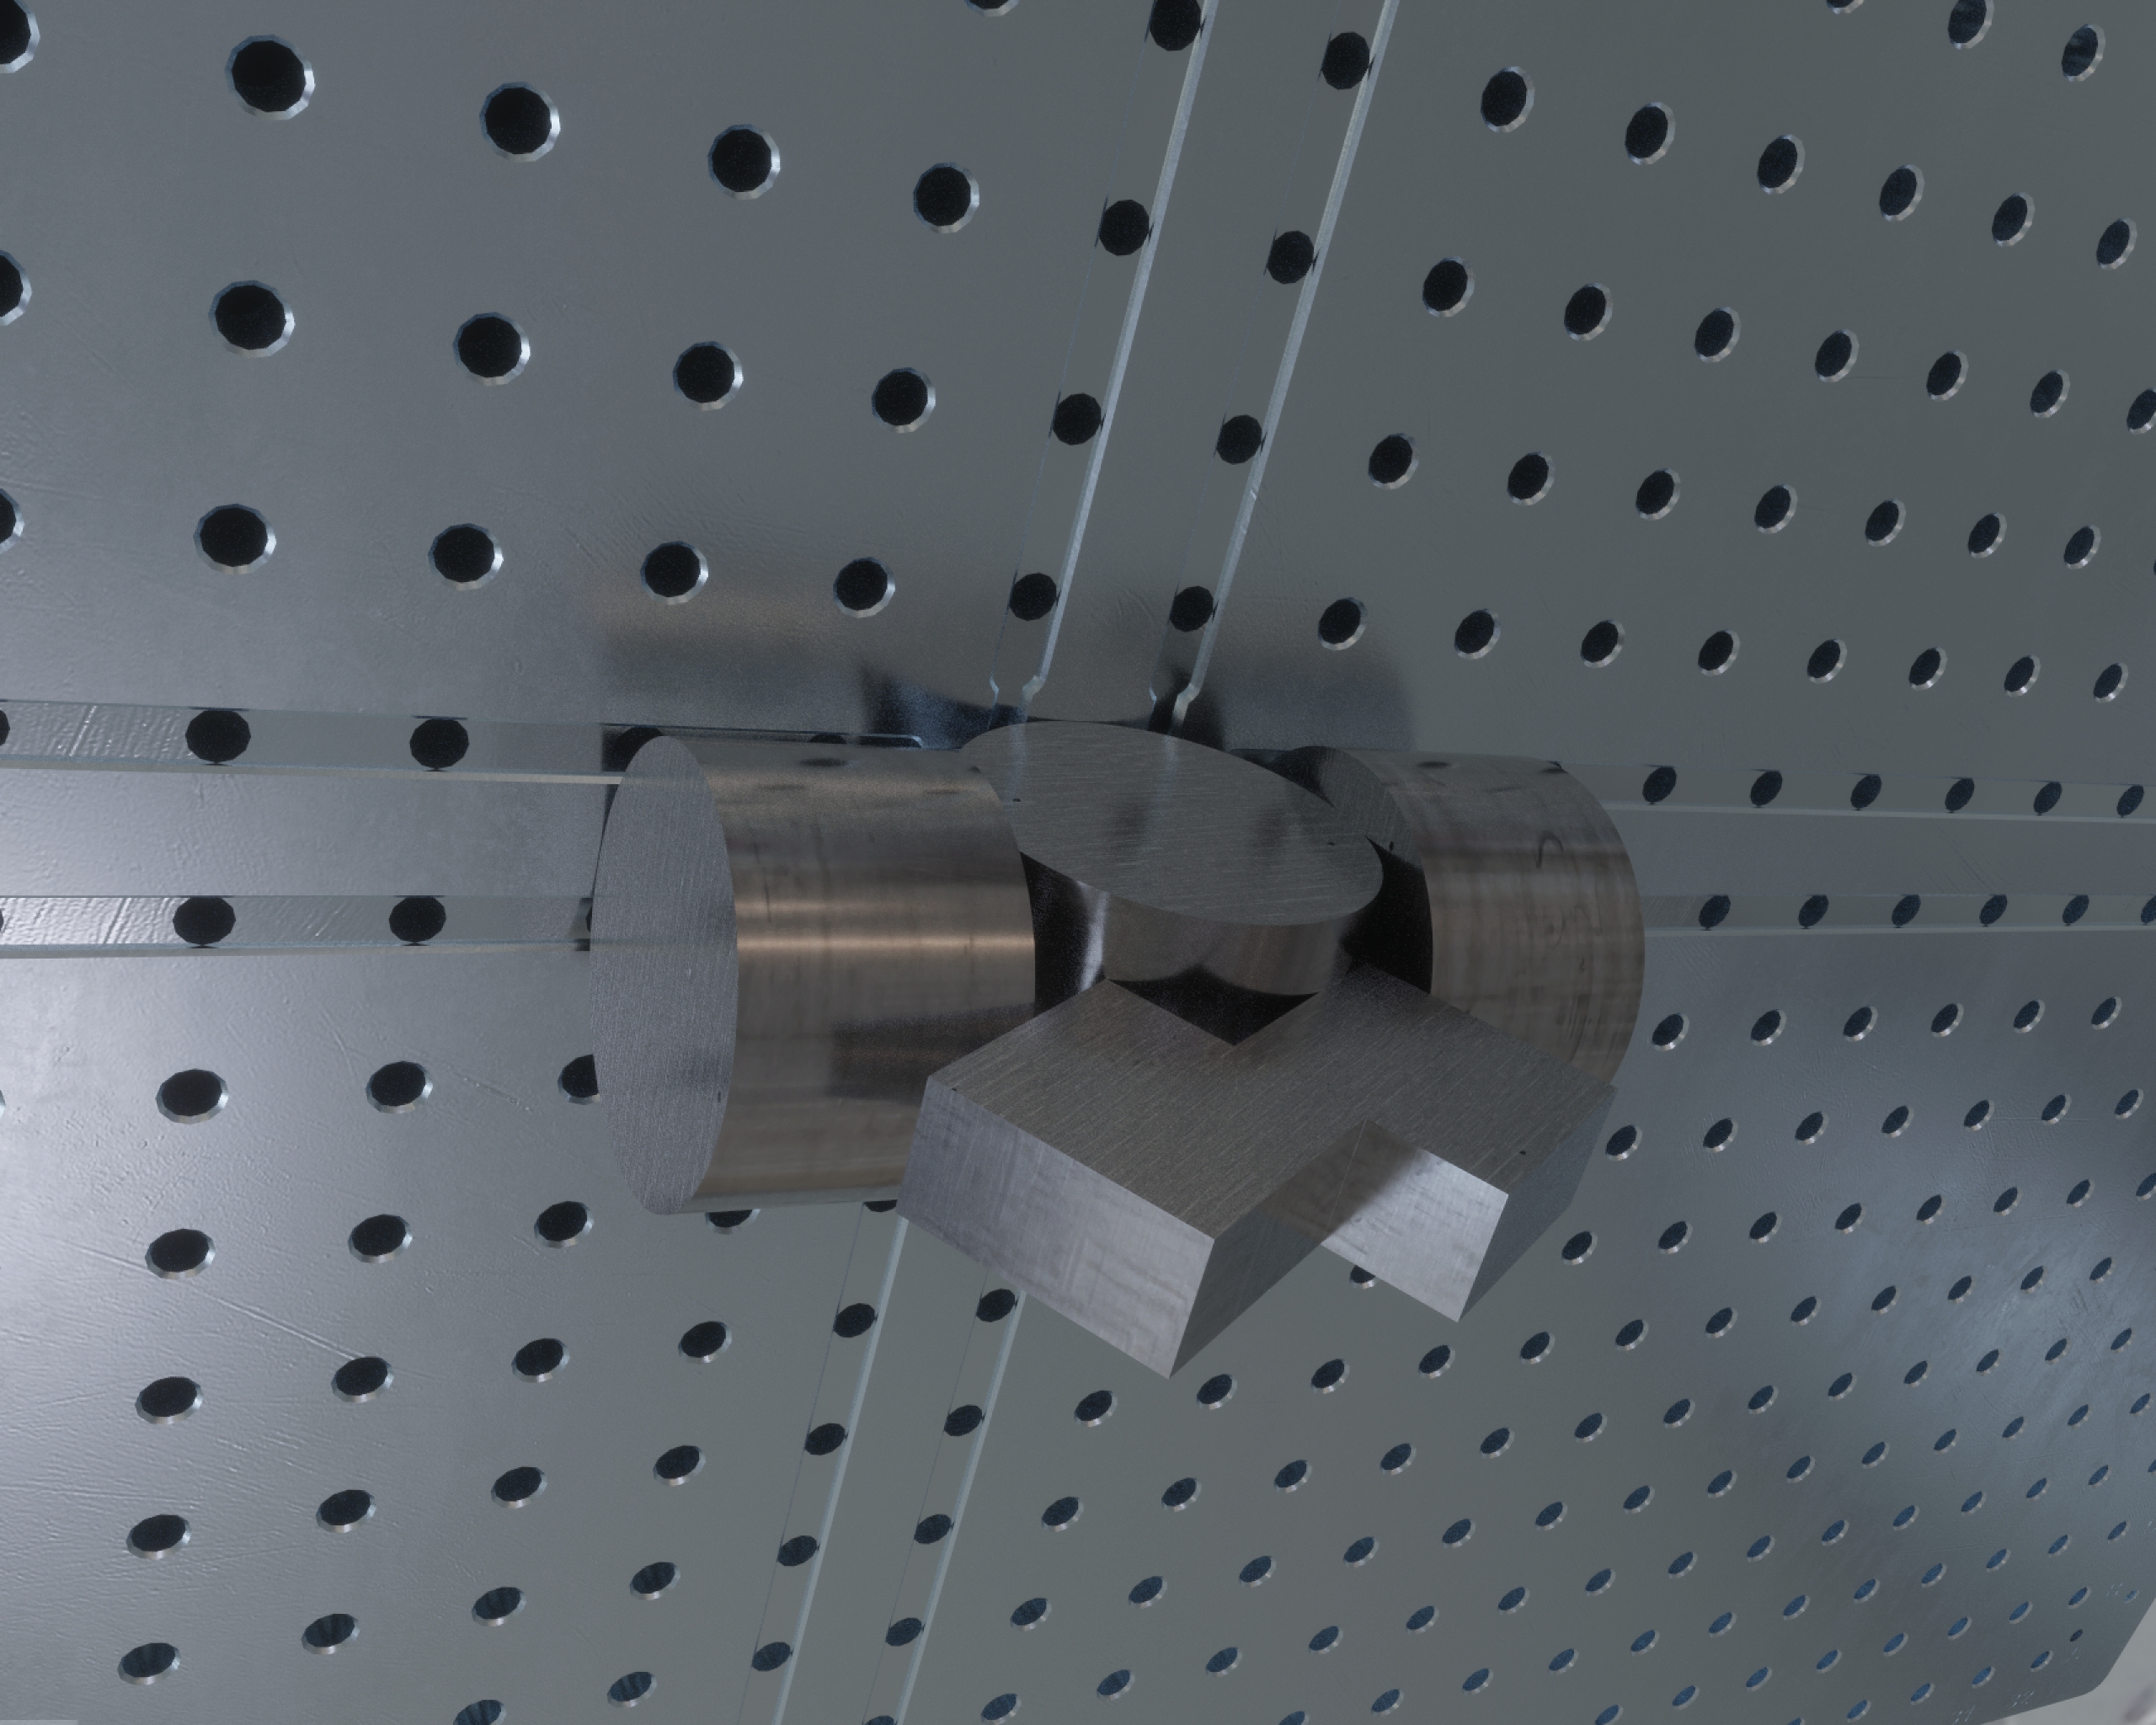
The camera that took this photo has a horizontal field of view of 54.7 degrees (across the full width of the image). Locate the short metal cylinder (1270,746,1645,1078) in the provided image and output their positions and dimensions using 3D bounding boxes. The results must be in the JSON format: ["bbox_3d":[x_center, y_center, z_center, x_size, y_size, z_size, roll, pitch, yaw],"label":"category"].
[{"bbox_3d":[0.067,0.017,0.422,0.050,0.080,0.079,1,118,-28],"label":"short metal cylinder"}]

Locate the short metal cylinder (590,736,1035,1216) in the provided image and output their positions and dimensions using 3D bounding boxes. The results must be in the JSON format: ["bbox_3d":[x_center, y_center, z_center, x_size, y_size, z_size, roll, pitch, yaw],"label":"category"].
[{"bbox_3d":[-0.048,0.019,0.360,0.050,0.080,0.079,1,118,-29],"label":"short metal cylinder"}]

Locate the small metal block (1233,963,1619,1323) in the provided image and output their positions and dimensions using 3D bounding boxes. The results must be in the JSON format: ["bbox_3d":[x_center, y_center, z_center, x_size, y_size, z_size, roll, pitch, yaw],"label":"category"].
[{"bbox_3d":[0.056,0.045,0.354,0.050,0.050,0.025,-24,135,-54],"label":"small metal block"}]

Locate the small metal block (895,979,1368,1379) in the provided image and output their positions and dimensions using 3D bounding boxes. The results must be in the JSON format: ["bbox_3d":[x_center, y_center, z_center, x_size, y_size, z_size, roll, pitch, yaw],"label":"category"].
[{"bbox_3d":[0.009,0.047,0.324,0.050,0.050,0.025,-25,136,-54],"label":"small metal block"}]

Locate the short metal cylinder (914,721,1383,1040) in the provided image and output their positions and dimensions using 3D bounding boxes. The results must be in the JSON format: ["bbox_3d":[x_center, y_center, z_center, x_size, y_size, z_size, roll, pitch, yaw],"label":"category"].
[{"bbox_3d":[0.011,0.013,0.389,0.081,0.080,0.050,1,118,-29],"label":"short metal cylinder"}]
